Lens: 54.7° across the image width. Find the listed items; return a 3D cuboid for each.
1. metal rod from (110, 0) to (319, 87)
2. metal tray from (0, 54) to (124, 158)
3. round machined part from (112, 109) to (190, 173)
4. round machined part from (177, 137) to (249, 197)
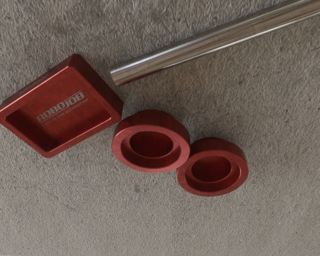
[{"bbox_3d":[0.088,-0.103,0.320,0.301,0.025,0.025,-17,128,14],"label":"metal rod"},{"bbox_3d":[-0.123,-0.022,0.384,0.130,0.030,0.090,-27,126,20],"label":"metal tray"},{"bbox_3d":[-0.010,0.014,0.402,0.099,0.042,0.097,2,138,2],"label":"round machined part"},{"bbox_3d":[0.072,0.051,0.441,0.099,0.042,0.097,0,131,0],"label":"round machined part"}]
